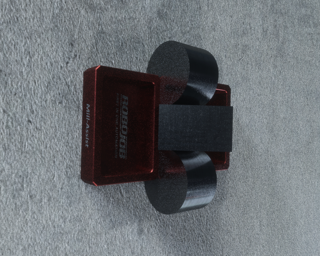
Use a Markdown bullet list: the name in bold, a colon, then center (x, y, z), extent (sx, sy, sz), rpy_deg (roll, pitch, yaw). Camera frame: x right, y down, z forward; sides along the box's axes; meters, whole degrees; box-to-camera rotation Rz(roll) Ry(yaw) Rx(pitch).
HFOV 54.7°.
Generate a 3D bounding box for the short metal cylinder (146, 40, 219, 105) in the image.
- **short metal cylinder**: center (0.027, -0.065, 0.392), extent (0.050, 0.080, 0.080), rpy_deg (3, 89, -40)

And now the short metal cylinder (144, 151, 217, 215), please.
- **short metal cylinder**: center (0.024, 0.065, 0.391), extent (0.050, 0.080, 0.080), rpy_deg (3, 89, -40)

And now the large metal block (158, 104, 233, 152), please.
- **large metal block**: center (0.039, 0.000, 0.376), extent (0.081, 0.080, 0.050), rpy_deg (2, 90, 0)

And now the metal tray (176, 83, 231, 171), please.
- **metal tray**: center (0.064, -0.002, 0.457), extent (0.091, 0.030, 0.129), rpy_deg (2, 89, -40)

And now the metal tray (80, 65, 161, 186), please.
- **metal tray**: center (-0.044, -0.002, 0.366), extent (0.091, 0.030, 0.129), rpy_deg (2, 89, -40)
